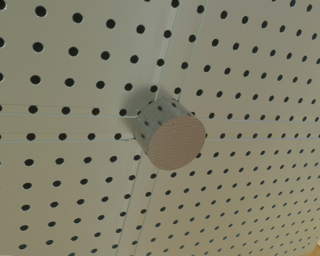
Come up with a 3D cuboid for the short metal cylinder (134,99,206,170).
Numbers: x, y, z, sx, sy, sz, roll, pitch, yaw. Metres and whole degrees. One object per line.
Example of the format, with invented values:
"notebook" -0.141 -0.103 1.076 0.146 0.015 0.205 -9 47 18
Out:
"short metal cylinder" 0.012 0.008 0.406 0.081 0.050 0.080 -14 124 -21
